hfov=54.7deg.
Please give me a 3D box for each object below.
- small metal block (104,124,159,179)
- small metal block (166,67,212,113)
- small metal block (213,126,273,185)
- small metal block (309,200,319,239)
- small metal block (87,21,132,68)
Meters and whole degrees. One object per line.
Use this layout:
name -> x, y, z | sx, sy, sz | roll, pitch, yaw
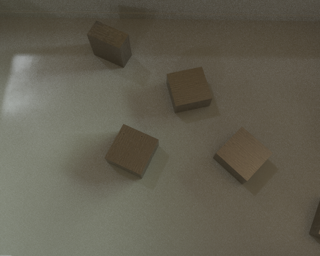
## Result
small metal block -> -0.035, 0.030, 0.398 | 0.050, 0.025, 0.050 | 24, 72, 8
small metal block -> 0.039, -0.053, 0.429 | 0.050, 0.025, 0.050 | -12, 71, -5
small metal block -> 0.105, 0.035, 0.397 | 0.050, 0.025, 0.050 | -43, 76, -14
small metal block -> 0.215, 0.115, 0.369 | 0.050, 0.025, 0.050 | 26, 72, 9
small metal block -> -0.070, -0.117, 0.439 | 0.050, 0.050, 0.025 | 25, 72, 9
